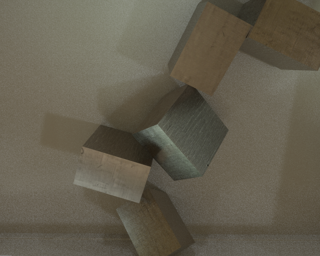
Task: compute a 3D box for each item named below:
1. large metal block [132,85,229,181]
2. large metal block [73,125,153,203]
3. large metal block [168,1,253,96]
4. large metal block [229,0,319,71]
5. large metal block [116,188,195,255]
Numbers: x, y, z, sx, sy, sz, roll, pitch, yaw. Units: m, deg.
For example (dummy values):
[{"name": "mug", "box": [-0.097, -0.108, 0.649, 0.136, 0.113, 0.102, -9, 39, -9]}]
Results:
[{"name": "large metal block", "box": [0.027, 0.005, 0.377, 0.080, 0.080, 0.050, 49, 142, -16]}, {"name": "large metal block", "box": [-0.053, 0.042, 0.393, 0.080, 0.080, 0.050, 17, 109, -2]}, {"name": "large metal block", "box": [0.050, -0.091, 0.349, 0.050, 0.080, 0.080, 25, 108, -9]}, {"name": "large metal block", "box": [0.130, -0.103, 0.342, 0.080, 0.080, 0.050, 23, 99, -9]}, {"name": "large metal block", "box": [-0.003, 0.131, 0.411, 0.050, 0.080, 0.080, -35, 66, 6]}]
